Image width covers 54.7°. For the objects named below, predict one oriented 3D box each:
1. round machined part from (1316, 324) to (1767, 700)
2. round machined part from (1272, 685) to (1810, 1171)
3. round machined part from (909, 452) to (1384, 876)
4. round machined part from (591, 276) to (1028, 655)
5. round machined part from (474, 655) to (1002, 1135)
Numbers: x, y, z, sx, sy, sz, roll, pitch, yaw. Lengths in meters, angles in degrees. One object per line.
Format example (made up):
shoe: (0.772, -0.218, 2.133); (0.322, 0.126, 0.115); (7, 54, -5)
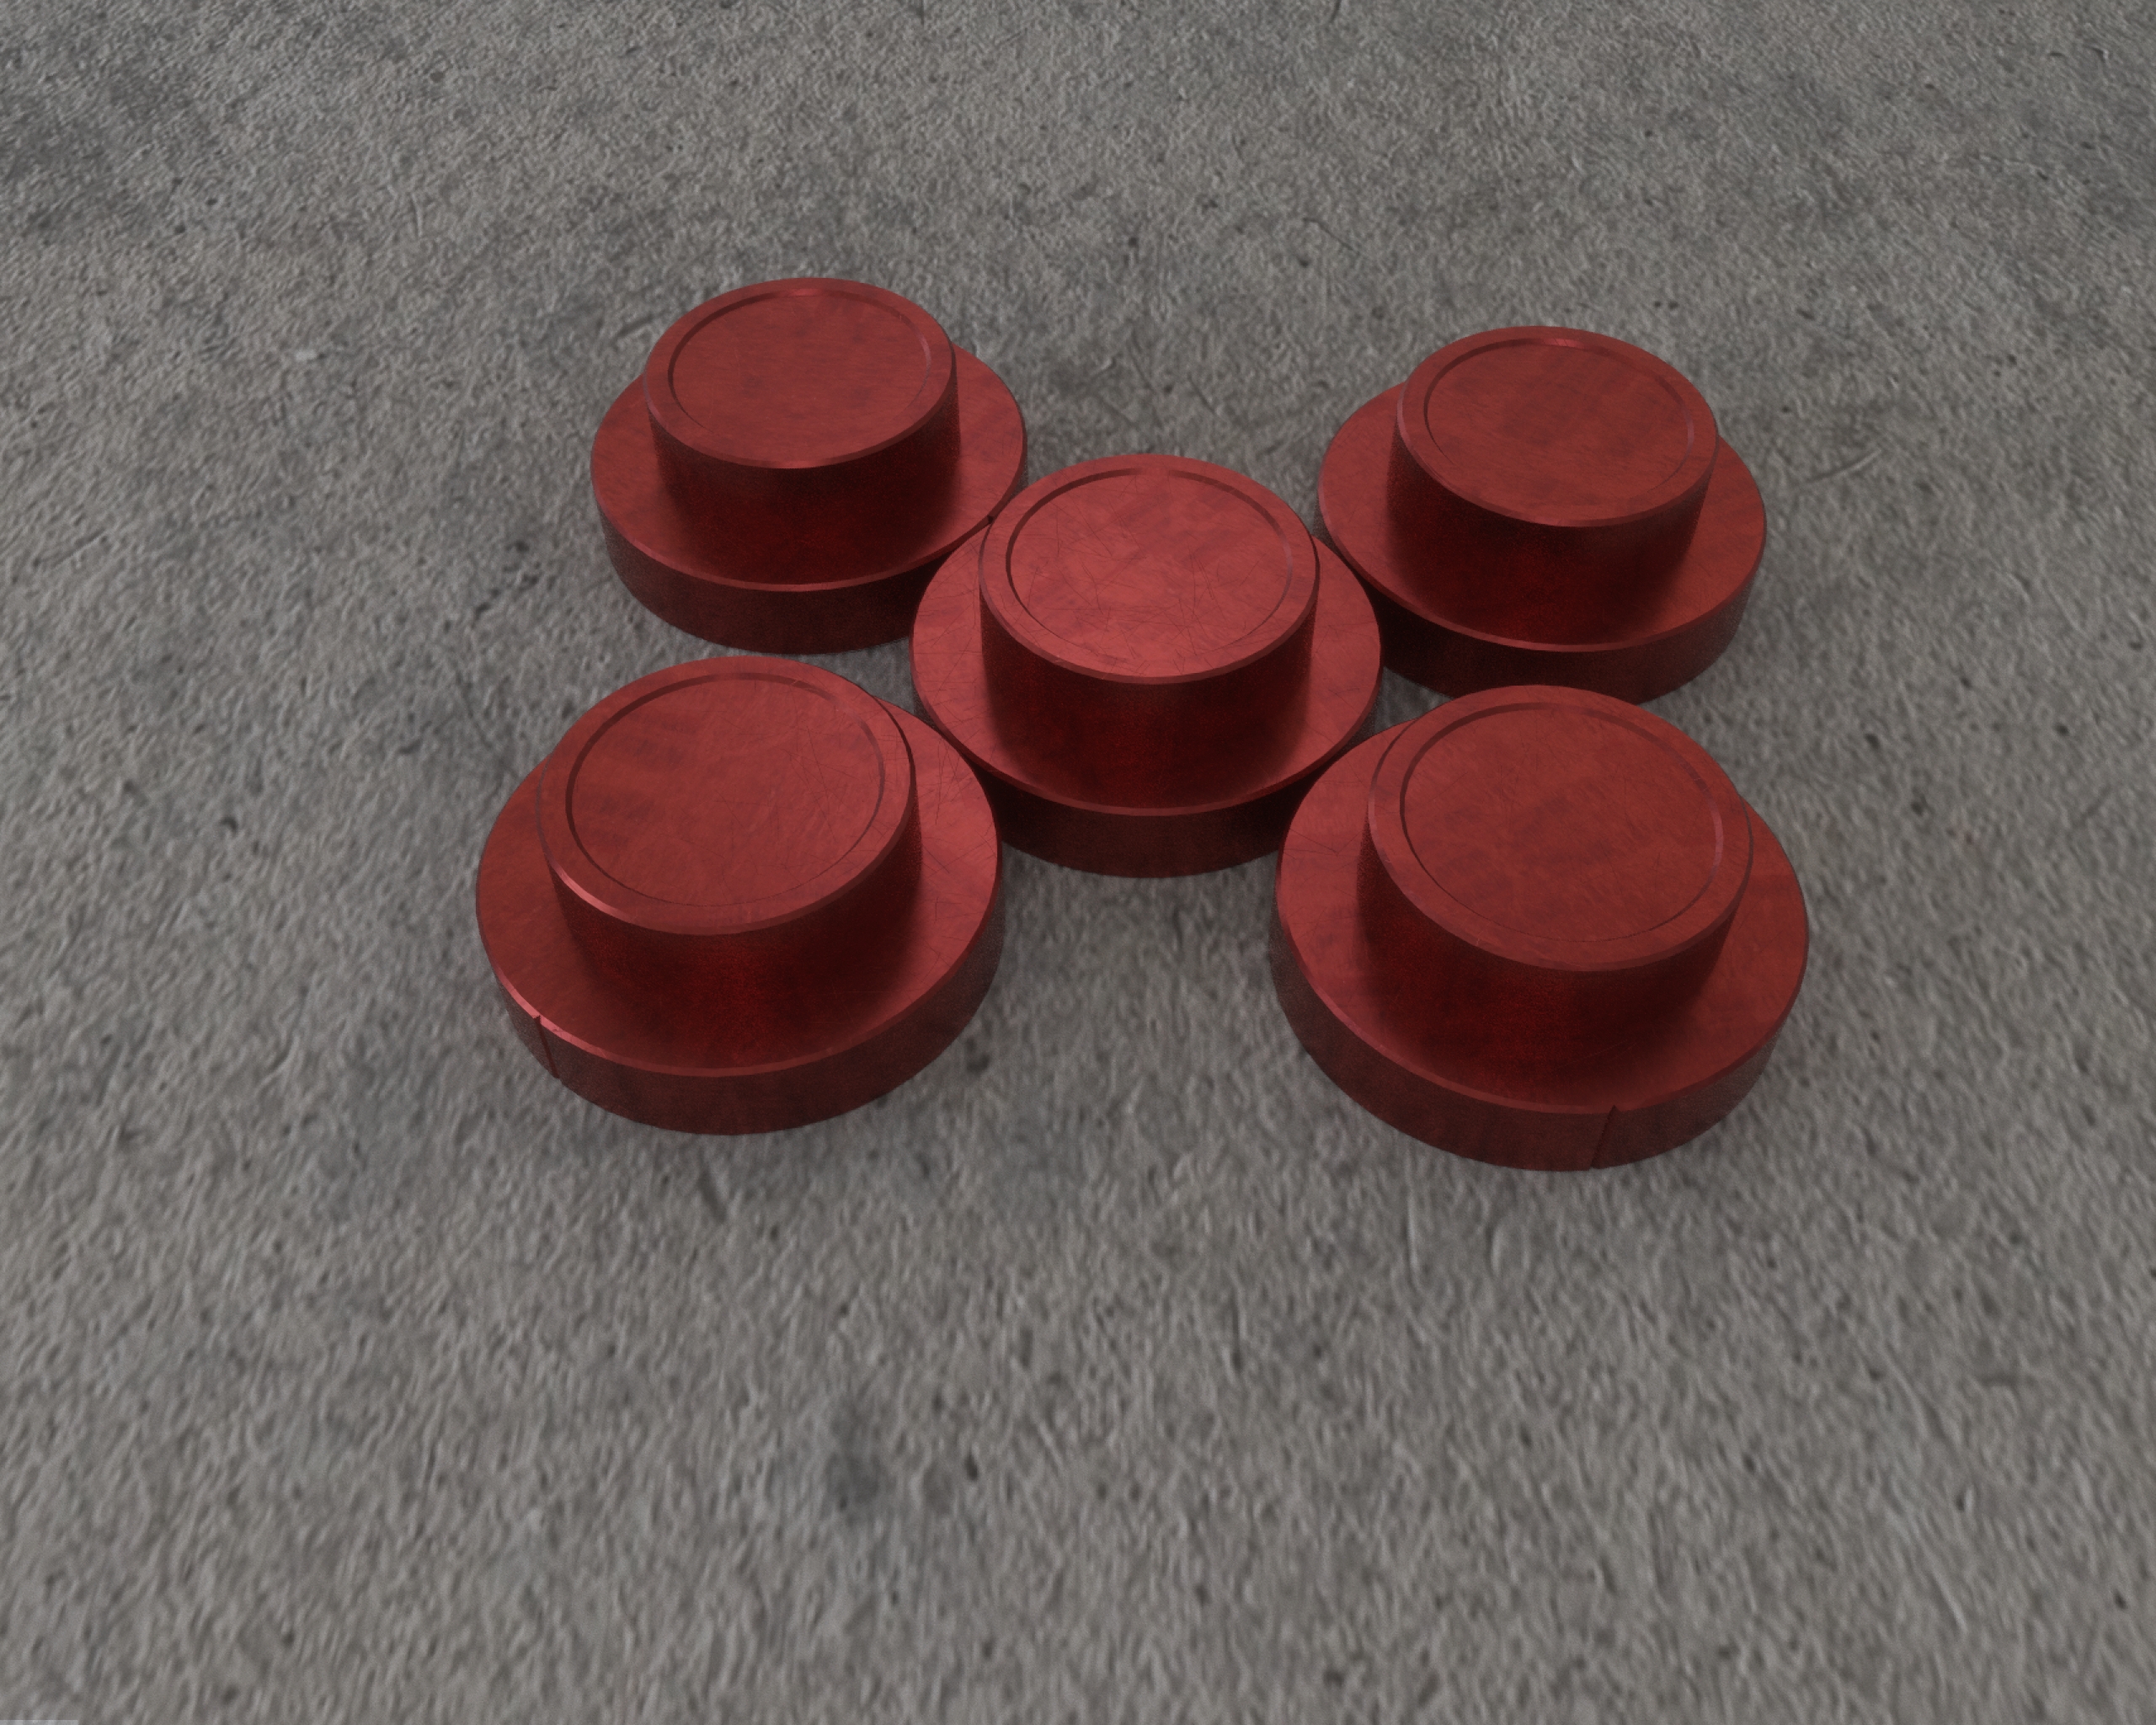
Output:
round machined part: (0.103, -0.082, 0.462); (0.099, 0.042, 0.098); (0, 50, 0)
round machined part: (0.086, 0.005, 0.388); (0.099, 0.042, 0.098); (0, 50, 0)
round machined part: (0.014, -0.047, 0.432); (0.099, 0.042, 0.098); (0, 50, 0)
round machined part: (-0.061, -0.096, 0.472); (0.099, 0.042, 0.098); (0, 50, 0)
round machined part: (-0.064, -0.001, 0.392); (0.099, 0.042, 0.098); (0, 50, 0)
